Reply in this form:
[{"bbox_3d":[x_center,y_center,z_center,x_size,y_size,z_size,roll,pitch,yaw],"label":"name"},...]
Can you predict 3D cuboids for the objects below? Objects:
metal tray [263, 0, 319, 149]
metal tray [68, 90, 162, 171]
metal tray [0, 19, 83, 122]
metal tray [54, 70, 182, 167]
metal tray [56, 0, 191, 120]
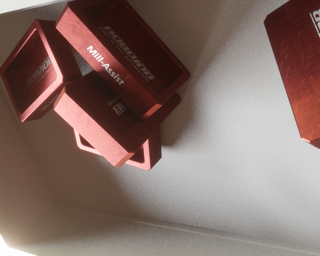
[{"bbox_3d":[0.141,-0.058,0.239,0.030,0.130,0.090,21,143,-40],"label":"metal tray"},{"bbox_3d":[-0.063,0.000,0.431,0.130,0.030,0.089,14,124,26],"label":"metal tray"},{"bbox_3d":[-0.169,-0.075,0.429,0.130,0.030,0.090,-30,82,37],"label":"metal tray"},{"bbox_3d":[-0.039,-0.028,0.344,0.090,0.131,0.030,44,129,-2],"label":"metal tray"},{"bbox_3d":[-0.033,-0.082,0.333,0.130,0.090,0.030,48,129,-5],"label":"metal tray"}]
